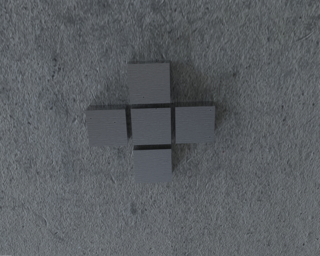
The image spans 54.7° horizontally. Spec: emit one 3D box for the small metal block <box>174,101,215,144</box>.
[{"bbox_3d":[0.045,-0.008,0.409,0.050,0.025,0.050,-2,110,0],"label":"small metal block"}]

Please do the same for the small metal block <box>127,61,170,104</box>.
[{"bbox_3d":[-0.013,-0.058,0.390,0.050,0.025,0.050,-2,110,0],"label":"small metal block"}]

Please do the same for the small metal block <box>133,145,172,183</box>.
[{"bbox_3d":[-0.009,0.048,0.429,0.050,0.025,0.050,-2,110,0],"label":"small metal block"}]

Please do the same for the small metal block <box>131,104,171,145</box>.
[{"bbox_3d":[-0.011,-0.006,0.409,0.050,0.025,0.050,-2,110,0],"label":"small metal block"}]

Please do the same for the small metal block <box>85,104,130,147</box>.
[{"bbox_3d":[-0.068,-0.004,0.409,0.050,0.025,0.050,-2,110,0],"label":"small metal block"}]
